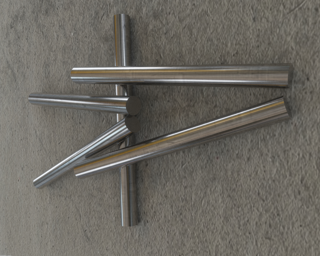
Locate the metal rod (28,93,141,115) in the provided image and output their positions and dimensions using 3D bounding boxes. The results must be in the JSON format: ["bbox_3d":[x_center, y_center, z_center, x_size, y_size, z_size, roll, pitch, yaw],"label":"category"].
[{"bbox_3d":[-0.139,-0.043,0.500,0.300,0.025,0.025,8,95,45],"label":"metal rod"}]

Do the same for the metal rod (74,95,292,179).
[{"bbox_3d":[0.004,0.021,0.381,0.300,0.025,0.025,-19,78,31],"label":"metal rod"}]

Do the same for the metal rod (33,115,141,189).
[{"bbox_3d":[-0.133,0.050,0.495,0.299,0.025,0.025,-29,72,41],"label":"metal rod"}]

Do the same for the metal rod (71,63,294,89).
[{"bbox_3d":[0.002,-0.065,0.382,0.300,0.025,0.025,6,94,33],"label":"metal rod"}]

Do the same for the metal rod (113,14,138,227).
[{"bbox_3d":[-0.050,-0.012,0.445,0.025,0.025,0.298,-4,87,39],"label":"metal rod"}]
